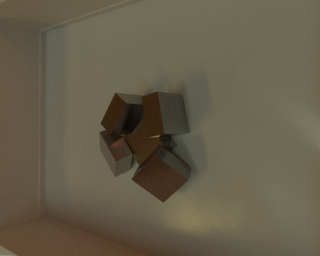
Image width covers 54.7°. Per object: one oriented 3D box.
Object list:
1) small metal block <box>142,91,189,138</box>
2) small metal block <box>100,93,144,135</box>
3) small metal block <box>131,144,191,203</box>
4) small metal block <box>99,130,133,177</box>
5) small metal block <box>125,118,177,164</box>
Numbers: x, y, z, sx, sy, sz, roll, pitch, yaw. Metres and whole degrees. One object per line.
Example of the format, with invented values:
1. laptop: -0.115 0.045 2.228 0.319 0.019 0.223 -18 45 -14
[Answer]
1. small metal block: 0.007 -0.015 0.380 0.025 0.050 0.050 -14 81 38
2. small metal block: -0.045 -0.019 0.423 0.025 0.050 0.050 44 116 31
3. small metal block: 0.002 0.057 0.384 0.050 0.025 0.050 38 119 -8
4. small metal block: -0.063 0.034 0.439 0.050 0.025 0.050 56 155 24
5. small metal block: -0.014 0.021 0.413 0.050 0.025 0.050 -49 61 28
